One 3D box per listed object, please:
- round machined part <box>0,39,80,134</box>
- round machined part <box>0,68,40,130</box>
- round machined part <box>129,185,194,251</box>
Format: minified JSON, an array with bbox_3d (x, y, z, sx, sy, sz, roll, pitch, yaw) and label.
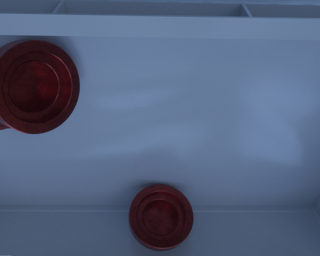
[{"bbox_3d":[-0.140,-0.045,0.333,0.042,0.098,0.098,16,141,37],"label":"round machined part"},{"bbox_3d":[-0.196,-0.036,0.365,0.099,0.042,0.097,-1,130,0],"label":"round machined part"},{"bbox_3d":[0.000,0.142,0.486,0.099,0.098,0.042,7,147,-6],"label":"round machined part"}]
